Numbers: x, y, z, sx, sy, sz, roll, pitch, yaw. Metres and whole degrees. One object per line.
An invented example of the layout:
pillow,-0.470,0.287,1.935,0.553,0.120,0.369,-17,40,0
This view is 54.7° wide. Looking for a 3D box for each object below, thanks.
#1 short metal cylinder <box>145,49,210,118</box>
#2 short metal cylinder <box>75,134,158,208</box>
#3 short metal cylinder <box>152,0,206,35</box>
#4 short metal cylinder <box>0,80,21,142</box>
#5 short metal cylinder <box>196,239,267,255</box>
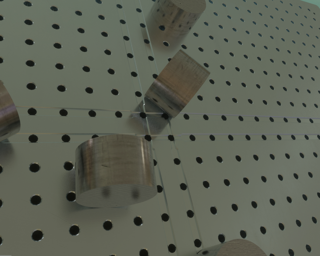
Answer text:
short metal cylinder,0.023,-0.060,0.422,0.050,0.080,0.080,38,51,-3
short metal cylinder,-0.046,0.047,0.319,0.081,0.080,0.050,6,60,-26
short metal cylinder,0.032,-0.210,0.537,0.081,0.050,0.080,13,56,-21
short metal cylinder,-0.178,-0.017,0.288,0.080,0.080,0.050,48,51,5
short metal cylinder,0.078,0.166,0.333,0.081,0.050,0.080,14,56,-21
